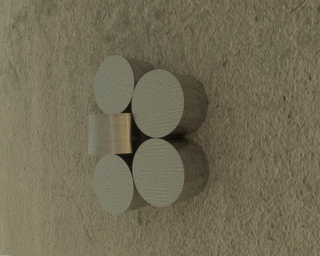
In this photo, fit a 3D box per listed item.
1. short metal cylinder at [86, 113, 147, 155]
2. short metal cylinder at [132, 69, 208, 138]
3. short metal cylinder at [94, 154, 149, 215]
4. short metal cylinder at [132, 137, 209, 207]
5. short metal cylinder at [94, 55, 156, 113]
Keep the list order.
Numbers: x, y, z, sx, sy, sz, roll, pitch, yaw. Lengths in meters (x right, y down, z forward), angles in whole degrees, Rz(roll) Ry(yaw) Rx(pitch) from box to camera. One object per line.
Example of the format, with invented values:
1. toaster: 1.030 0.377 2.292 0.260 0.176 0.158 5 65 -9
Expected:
1. short metal cylinder: -0.058 0.008 0.419 0.080 0.081 0.050 -4 88 40
2. short metal cylinder: 0.011 -0.029 0.380 0.080 0.050 0.080 1 91 40
3. short metal cylinder: -0.047 0.074 0.429 0.080 0.050 0.080 0 91 41
4. short metal cylinder: 0.012 0.051 0.379 0.080 0.050 0.080 1 91 41
5. short metal cylinder: -0.046 -0.057 0.428 0.080 0.050 0.080 0 91 41
